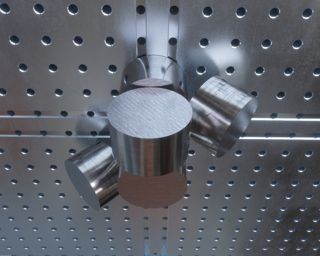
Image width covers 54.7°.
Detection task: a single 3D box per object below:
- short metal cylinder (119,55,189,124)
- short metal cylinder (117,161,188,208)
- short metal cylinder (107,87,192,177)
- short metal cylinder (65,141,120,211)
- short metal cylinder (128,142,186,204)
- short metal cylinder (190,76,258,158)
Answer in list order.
[{"bbox_3d":[-0.008,-0.037,0.363,0.081,0.050,0.079,0,131,0],"label":"short metal cylinder"},{"bbox_3d":[-0.009,0.052,0.373,0.081,0.050,0.079,0,130,0],"label":"short metal cylinder"},{"bbox_3d":[-0.010,0.002,0.310,0.081,0.080,0.050,0,130,-1],"label":"short metal cylinder"},{"bbox_3d":[-0.085,0.065,0.422,0.050,0.080,0.079,-33,139,-31],"label":"short metal cylinder"},{"bbox_3d":[-0.005,0.066,0.451,0.081,0.050,0.079,-1,131,0],"label":"short metal cylinder"},{"bbox_3d":[0.068,-0.013,0.356,0.050,0.081,0.079,35,134,24],"label":"short metal cylinder"}]
